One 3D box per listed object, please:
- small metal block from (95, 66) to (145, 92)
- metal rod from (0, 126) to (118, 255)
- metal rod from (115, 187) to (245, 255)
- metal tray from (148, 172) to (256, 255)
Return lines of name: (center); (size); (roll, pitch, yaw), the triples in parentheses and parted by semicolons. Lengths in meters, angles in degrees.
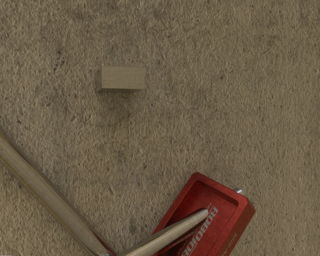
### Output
small metal block: (-0.050, -0.058, 0.378); (0.050, 0.050, 0.025); (-1, 91, -20)
metal rod: (-0.125, 0.085, 0.363); (0.025, 0.025, 0.300); (-42, 104, -15)
metal rod: (-0.017, 0.150, 0.377); (0.302, 0.025, 0.025); (-23, 98, -21)
metal tray: (0.047, 0.130, 0.391); (0.130, 0.090, 0.030); (-54, 134, -12)
